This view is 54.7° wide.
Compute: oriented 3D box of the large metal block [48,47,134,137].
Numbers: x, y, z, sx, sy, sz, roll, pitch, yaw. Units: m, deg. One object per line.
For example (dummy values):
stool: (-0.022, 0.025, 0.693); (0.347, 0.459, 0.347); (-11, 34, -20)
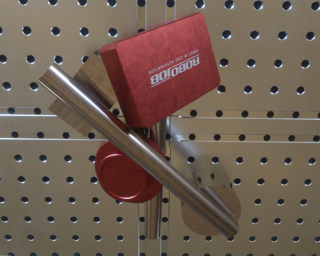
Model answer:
large metal block: (-0.076, -0.047, 0.367); (0.050, 0.080, 0.080); (40, 105, -14)

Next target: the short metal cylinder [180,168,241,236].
short metal cylinder: (0.069, 0.104, 0.440); (0.081, 0.050, 0.079); (0, 110, -1)

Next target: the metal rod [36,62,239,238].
metal rod: (-0.007, 0.040, 0.353); (0.025, 0.025, 0.300); (-42, 113, 13)

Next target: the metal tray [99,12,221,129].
metal tray: (0.008, -0.067, 0.344); (0.131, 0.030, 0.090); (-32, 113, -34)

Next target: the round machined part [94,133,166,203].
round machined part: (-0.042, 0.058, 0.408); (0.098, 0.042, 0.097); (6, 111, 16)

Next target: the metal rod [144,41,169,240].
metal rod: (-0.005, 0.023, 0.421); (0.025, 0.025, 0.298); (2, 110, -1)
